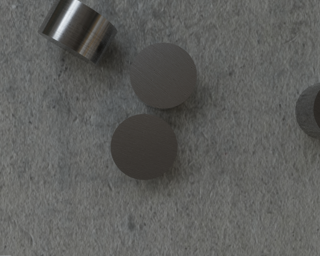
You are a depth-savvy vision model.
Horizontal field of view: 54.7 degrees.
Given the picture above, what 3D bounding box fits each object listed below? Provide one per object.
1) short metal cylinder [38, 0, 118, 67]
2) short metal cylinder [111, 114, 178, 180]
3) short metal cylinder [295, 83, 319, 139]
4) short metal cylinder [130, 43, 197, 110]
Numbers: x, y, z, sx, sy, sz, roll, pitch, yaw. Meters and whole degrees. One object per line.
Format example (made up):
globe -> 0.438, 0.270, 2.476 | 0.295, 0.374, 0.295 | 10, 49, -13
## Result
short metal cylinder -> -0.100, -0.118, 0.381 | 0.080, 0.080, 0.050 | 29, 90, -1
short metal cylinder -> -0.019, 0.023, 0.397 | 0.081, 0.050, 0.079 | 0, 90, -1
short metal cylinder -> 0.226, -0.023, 0.401 | 0.081, 0.050, 0.079 | 0, 90, -1
short metal cylinder -> 0.004, -0.063, 0.398 | 0.081, 0.050, 0.079 | 0, 90, -1
